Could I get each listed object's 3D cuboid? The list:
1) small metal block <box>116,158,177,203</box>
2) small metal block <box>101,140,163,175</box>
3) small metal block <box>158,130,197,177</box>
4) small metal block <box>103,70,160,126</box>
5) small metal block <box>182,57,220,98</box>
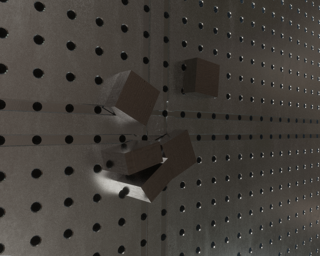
[{"bbox_3d":[-0.016,0.061,0.381,0.050,0.050,0.025,-44,117,-31],"label":"small metal block"},{"bbox_3d":[-0.033,0.033,0.367,0.050,0.050,0.025,-17,101,-39],"label":"small metal block"},{"bbox_3d":[0.019,0.035,0.428,0.050,0.025,0.050,-29,108,-37],"label":"small metal block"},{"bbox_3d":[-0.034,-0.035,0.383,0.050,0.025,0.050,34,69,-35],"label":"small metal block"},{"bbox_3d":[0.062,-0.073,0.464,0.050,0.025,0.050,7,86,-40],"label":"small metal block"}]
